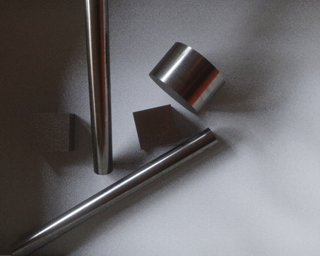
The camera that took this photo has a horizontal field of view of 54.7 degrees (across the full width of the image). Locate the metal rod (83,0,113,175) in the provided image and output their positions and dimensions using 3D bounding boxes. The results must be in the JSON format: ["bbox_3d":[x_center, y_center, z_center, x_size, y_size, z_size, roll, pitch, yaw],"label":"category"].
[{"bbox_3d":[-0.069,-0.077,0.345,0.025,0.025,0.298,3,117,-1],"label":"metal rod"}]

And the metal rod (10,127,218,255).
[{"bbox_3d":[-0.059,0.086,0.410,0.301,0.025,0.025,-31,90,-1],"label":"metal rod"}]

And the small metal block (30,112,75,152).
[{"bbox_3d":[-0.142,0.005,0.410,0.050,0.025,0.050,1,90,-1],"label":"small metal block"}]

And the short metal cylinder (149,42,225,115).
[{"bbox_3d":[0.033,-0.060,0.384,0.080,0.080,0.050,40,90,-1],"label":"short metal cylinder"}]

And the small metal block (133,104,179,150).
[{"bbox_3d":[-0.005,-0.001,0.411,0.050,0.025,0.050,-13,90,-1],"label":"small metal block"}]
